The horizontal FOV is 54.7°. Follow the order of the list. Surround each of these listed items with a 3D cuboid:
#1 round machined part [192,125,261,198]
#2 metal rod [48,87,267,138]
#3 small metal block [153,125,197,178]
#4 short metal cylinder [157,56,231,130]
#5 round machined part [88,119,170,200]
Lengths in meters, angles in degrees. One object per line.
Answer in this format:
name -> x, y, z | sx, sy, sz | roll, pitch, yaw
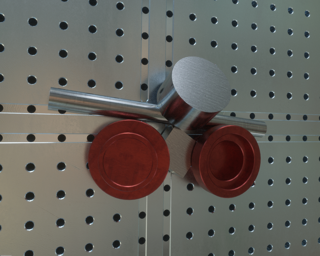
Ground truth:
round machined part -> 0.087, 0.044, 0.430 | 0.099, 0.042, 0.097 | -1, 93, -23
metal rod -> 0.012, -0.017, 0.413 | 0.302, 0.025, 0.025 | 8, 88, -20
small metal block -> 0.021, 0.031, 0.417 | 0.050, 0.025, 0.050 | 38, 78, -16
short metal cylinder -> 0.042, -0.044, 0.395 | 0.081, 0.050, 0.080 | 10, 61, -19
round machined part -> -0.037, 0.038, 0.372 | 0.099, 0.042, 0.097 | 0, 91, -2
